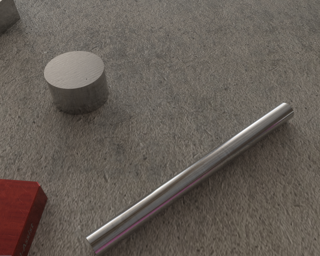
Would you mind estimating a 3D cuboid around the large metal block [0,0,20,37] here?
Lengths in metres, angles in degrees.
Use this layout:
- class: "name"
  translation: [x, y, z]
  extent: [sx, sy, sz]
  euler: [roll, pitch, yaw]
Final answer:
- class: "large metal block"
  translation: [-0.318, -0.206, 0.558]
  extent: [0.080, 0.050, 0.080]
  euler: [12, 51, 10]

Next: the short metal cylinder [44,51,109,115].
- class: "short metal cylinder"
  translation: [-0.117, -0.065, 0.440]
  extent: [0.081, 0.050, 0.080]
  euler: [0, 50, 0]

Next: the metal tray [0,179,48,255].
- class: "metal tray"
  translation: [-0.177, 0.113, 0.303]
  extent: [0.091, 0.030, 0.130]
  euler: [4, 50, 3]

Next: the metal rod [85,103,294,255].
- class: "metal rod"
  translation: [0.053, 0.047, 0.363]
  extent: [0.302, 0.025, 0.025]
  euler: [-30, 57, -23]
